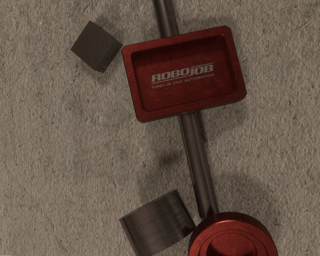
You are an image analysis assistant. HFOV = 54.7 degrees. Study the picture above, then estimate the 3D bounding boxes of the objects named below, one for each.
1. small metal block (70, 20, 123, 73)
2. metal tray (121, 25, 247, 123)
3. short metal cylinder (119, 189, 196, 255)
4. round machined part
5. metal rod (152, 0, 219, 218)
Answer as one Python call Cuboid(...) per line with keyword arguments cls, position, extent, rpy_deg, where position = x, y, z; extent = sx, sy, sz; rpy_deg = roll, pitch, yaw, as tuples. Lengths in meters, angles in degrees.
Cuboid(cls="small metal block", position=(-0.090, -0.115, 0.439), extent=(0.050, 0.025, 0.050), rpy_deg=(41, 103, 15))
Cuboid(cls="metal tray", position=(0.028, -0.063, 0.370), extent=(0.131, 0.030, 0.090), rpy_deg=(-13, 86, -3))
Cuboid(cls="short metal cylinder", position=(-0.003, 0.116, 0.380), extent=(0.080, 0.080, 0.050), rpy_deg=(-30, 80, 17))
Cuboid(cls="round machined part", position=(0.082, 0.142, 0.361), extent=(0.099, 0.042, 0.097), rpy_deg=(1, 102, 5))
Cuboid(cls="metal rod", position=(0.031, -0.037, 0.397), extent=(0.025, 0.025, 0.298), rpy_deg=(-14, 86, 19))
